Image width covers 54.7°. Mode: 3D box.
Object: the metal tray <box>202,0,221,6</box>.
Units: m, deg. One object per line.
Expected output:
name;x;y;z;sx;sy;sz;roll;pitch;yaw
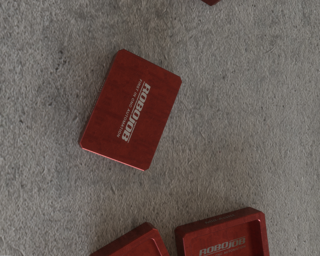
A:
metal tray;0.066;-0.251;0.430;0.091;0.030;0.130;23;82;-19

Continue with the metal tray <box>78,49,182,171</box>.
metal tray;-0.037;-0.021;0.393;0.091;0.030;0.130;23;82;-19

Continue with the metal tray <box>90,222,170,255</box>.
metal tray;-0.023;0.201;0.398;0.091;0.030;0.129;-26;99;-18

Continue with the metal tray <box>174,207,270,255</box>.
metal tray;0.091;0.173;0.439;0.131;0.030;0.089;-9;93;-20
